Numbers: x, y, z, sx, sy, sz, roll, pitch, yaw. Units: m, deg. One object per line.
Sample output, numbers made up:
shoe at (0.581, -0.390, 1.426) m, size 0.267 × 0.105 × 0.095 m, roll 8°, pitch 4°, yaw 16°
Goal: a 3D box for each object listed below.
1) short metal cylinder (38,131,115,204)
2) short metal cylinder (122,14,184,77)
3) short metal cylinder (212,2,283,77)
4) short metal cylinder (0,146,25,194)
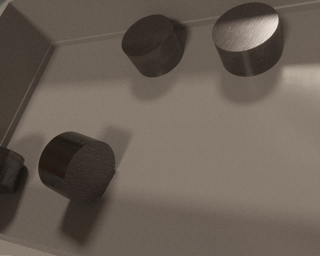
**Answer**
short metal cylinder at (-0.104, 0.049, 0.393) m, size 0.050 × 0.080 × 0.080 m, roll 16°, pitch 70°, yaw 34°
short metal cylinder at (-0.011, -0.124, 0.470) m, size 0.080 × 0.050 × 0.080 m, roll -13°, pitch 56°, yaw 20°
short metal cylinder at (0.113, -0.113, 0.399) m, size 0.080 × 0.050 × 0.080 m, roll -13°, pitch 56°, yaw 20°
short metal cylinder at (-0.252, 0.062, 0.462) m, size 0.080 × 0.080 × 0.050 m, roll -6°, pitch 59°, yaw 24°
